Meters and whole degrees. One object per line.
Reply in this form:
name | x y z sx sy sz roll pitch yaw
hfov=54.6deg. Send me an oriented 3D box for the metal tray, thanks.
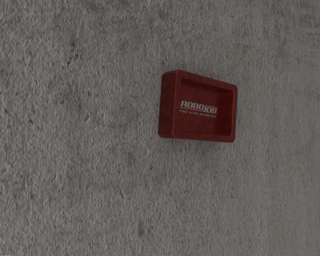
metal tray | 0.059 -0.027 0.449 0.131 0.030 0.090 6 86 -40
